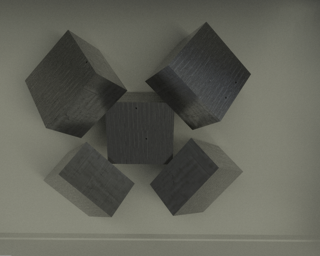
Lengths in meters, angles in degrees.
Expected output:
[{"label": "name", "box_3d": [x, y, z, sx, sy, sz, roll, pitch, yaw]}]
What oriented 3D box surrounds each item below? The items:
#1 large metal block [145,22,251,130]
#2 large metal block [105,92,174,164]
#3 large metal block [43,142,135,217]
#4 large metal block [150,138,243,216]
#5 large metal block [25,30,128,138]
[{"label": "large metal block", "box_3d": [0.045, -0.057, 0.353, 0.080, 0.050, 0.080, 45, 61, -14]}, {"label": "large metal block", "box_3d": [-0.024, -0.001, 0.395, 0.081, 0.050, 0.079, 1, 110, -1]}, {"label": "large metal block", "box_3d": [-0.093, 0.070, 0.399, 0.080, 0.050, 0.080, 44, 148, -15]}, {"label": "large metal block", "box_3d": [0.048, 0.064, 0.397, 0.080, 0.050, 0.080, -50, 148, 15]}, {"label": "large metal block", "box_3d": [-0.097, -0.049, 0.353, 0.080, 0.080, 0.050, -44, 148, 14]}]
